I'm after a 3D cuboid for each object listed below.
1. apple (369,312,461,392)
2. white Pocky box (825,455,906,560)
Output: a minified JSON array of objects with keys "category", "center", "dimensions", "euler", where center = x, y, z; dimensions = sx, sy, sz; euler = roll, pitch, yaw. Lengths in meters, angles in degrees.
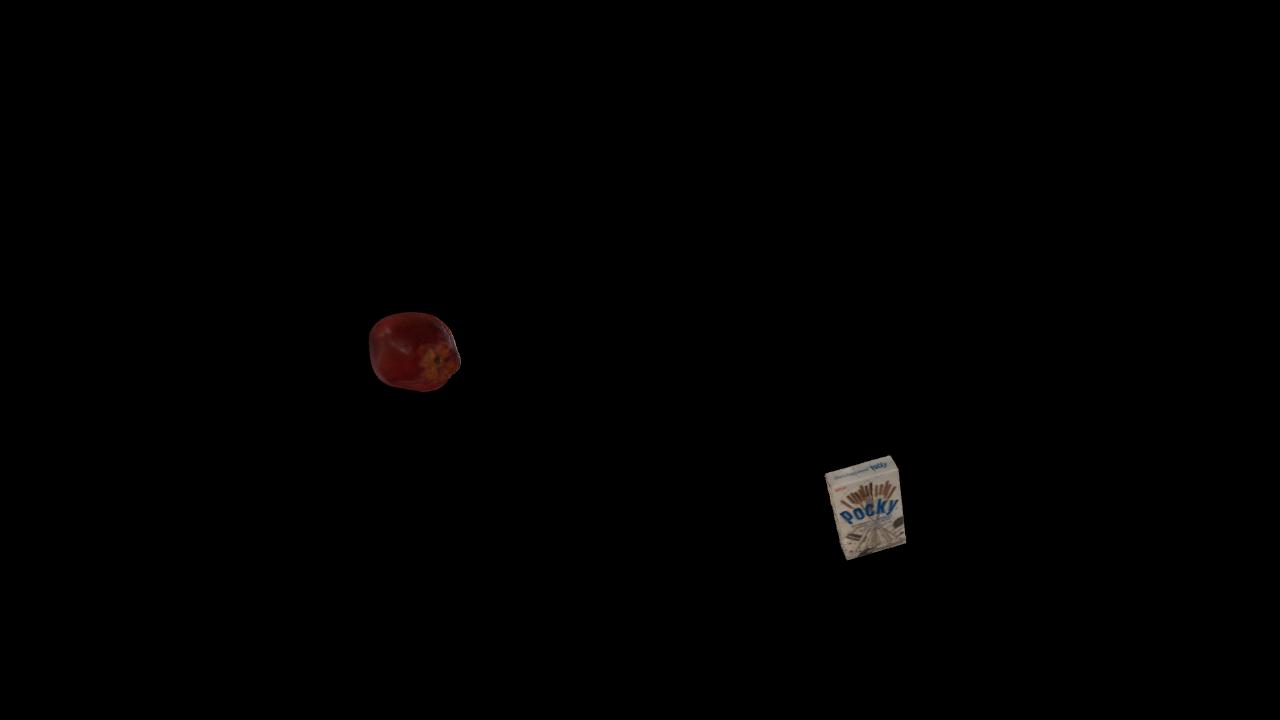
[{"category":"apple","center":[-0.211,-0.008,0.576],"dimensions":[0.079,0.079,0.093],"euler":[0,15,-43]},{"category":"white Pocky box","center":[0.286,0.188,0.774],"dimensions":[0.084,0.154,0.028],"euler":[-18,36,7]}]
